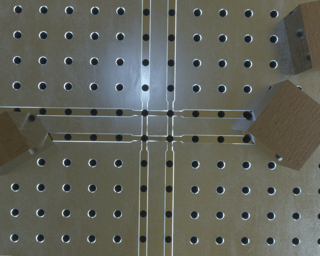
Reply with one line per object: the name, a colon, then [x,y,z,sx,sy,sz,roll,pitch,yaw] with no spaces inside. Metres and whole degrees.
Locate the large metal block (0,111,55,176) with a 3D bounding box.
large metal block: [-0.192,0.022,0.385,0.080,0.080,0.050,-31,90,0]

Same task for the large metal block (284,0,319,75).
large metal block: [0.217,-0.120,0.402,0.080,0.050,0.080,-11,90,0]

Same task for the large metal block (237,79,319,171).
large metal block: [0.162,-0.003,0.402,0.080,0.050,0.080,38,90,0]
